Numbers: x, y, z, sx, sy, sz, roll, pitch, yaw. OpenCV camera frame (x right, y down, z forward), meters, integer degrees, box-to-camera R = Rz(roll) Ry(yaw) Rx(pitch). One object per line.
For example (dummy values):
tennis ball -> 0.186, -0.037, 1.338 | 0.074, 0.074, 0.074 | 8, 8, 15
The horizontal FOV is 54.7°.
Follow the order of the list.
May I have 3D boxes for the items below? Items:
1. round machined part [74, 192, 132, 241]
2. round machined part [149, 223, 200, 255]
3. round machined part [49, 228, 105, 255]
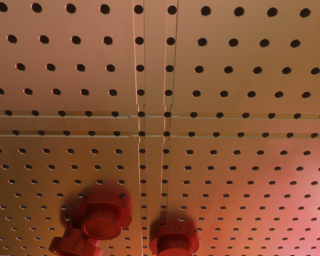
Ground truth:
round machined part -> -0.098, 0.157, 0.533 | 0.099, 0.042, 0.097 | -1, 130, 0
round machined part -> 0.028, 0.229, 0.596 | 0.099, 0.042, 0.097 | -1, 130, 0
round machined part -> -0.148, 0.216, 0.569 | 0.098, 0.042, 0.098 | 11, 147, 7
